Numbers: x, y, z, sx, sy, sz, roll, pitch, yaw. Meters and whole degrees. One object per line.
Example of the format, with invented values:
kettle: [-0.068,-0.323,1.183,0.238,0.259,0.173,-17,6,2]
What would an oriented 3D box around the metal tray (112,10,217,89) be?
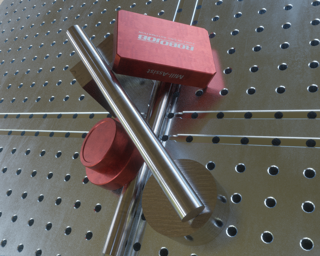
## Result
metal tray: [0.005,-0.105,0.415,0.131,0.030,0.090,7,55,-16]

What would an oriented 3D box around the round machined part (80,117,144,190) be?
round machined part: [-0.063,0.026,0.393,0.098,0.042,0.098,-27,45,31]

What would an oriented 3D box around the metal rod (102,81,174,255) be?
metal rod: [-0.014,0.012,0.407,0.025,0.025,0.300,3,63,29]

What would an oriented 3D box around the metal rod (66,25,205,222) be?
metal rod: [-0.044,-0.027,0.356,0.025,0.025,0.300,-37,59,3]

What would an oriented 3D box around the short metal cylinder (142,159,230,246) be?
short metal cylinder: [0.028,0.079,0.329,0.080,0.050,0.080,-13,56,20]

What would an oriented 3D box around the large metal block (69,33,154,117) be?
large metal block: [-0.069,-0.075,0.454,0.080,0.080,0.050,-41,51,0]
